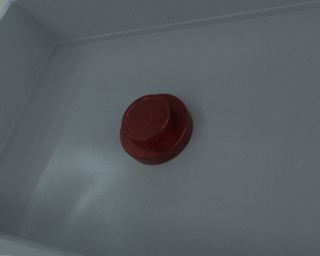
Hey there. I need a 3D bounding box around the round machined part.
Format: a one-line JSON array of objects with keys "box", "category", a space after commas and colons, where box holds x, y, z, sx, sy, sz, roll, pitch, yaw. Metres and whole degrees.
[{"box": [-0.010, -0.005, 0.403, 0.098, 0.042, 0.098, -13, 56, 21], "category": "round machined part"}]
